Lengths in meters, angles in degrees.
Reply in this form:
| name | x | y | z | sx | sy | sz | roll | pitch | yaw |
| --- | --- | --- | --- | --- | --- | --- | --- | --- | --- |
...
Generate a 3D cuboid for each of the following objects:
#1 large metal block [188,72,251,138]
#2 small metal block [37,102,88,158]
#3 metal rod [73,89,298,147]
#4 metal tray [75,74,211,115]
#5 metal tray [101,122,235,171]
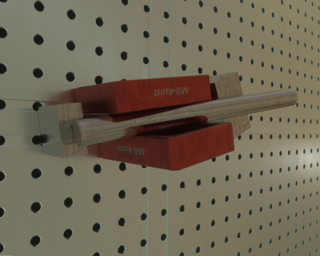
| name | x | y | z | sx | sy | sz | roll | pitch | yaw |
| --- | --- | --- | --- | --- | --- | --- | --- | --- | --- |
| large metal block | 0.070 | -0.028 | 0.433 | 0.050 | 0.080 | 0.080 | -29 | 108 | -37 |
| small metal block | -0.099 | 0.001 | 0.311 | 0.025 | 0.050 | 0.050 | -11 | 97 | -40 |
| metal rod | 0.053 | -0.019 | 0.357 | 0.303 | 0.025 | 0.025 | -11 | 97 | -30 |
| metal tray | -0.017 | -0.039 | 0.353 | 0.131 | 0.090 | 0.030 | -12 | 99 | -40 |
| metal tray | 0.004 | 0.015 | 0.346 | 0.091 | 0.130 | 0.030 | -13 | 99 | -40 |
